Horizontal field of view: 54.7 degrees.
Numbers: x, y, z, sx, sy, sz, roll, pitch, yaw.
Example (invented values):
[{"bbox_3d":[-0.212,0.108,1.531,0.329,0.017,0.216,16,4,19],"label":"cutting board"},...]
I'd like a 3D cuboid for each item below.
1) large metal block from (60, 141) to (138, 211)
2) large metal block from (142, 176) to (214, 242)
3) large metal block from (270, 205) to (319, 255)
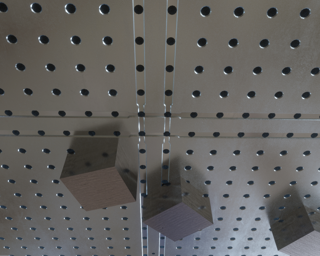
[{"bbox_3d":[-0.086,0.072,0.456,0.080,0.050,0.080,-14,129,11],"label":"large metal block"},{"bbox_3d":[0.029,0.135,0.511,0.080,0.050,0.080,-34,123,25],"label":"large metal block"},{"bbox_3d":[0.266,0.195,0.565,0.080,0.050,0.080,27,125,-21],"label":"large metal block"}]
